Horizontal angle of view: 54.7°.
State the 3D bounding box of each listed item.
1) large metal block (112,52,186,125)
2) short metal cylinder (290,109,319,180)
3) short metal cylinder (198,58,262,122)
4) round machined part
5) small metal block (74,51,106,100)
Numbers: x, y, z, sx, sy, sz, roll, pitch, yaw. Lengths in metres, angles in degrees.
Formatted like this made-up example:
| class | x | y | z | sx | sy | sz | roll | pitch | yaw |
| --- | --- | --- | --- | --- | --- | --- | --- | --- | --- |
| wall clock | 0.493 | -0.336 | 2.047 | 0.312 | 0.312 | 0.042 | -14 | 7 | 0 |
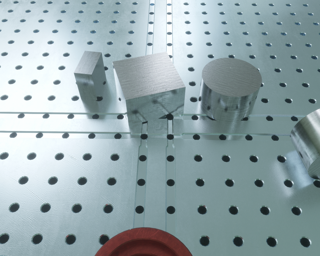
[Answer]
| class | x | y | z | sx | sy | sz | roll | pitch | yaw |
| --- | --- | --- | --- | --- | --- | --- | --- | --- | --- |
| large metal block | -0.017 | -0.058 | 0.440 | 0.081 | 0.050 | 0.080 | -14 | 51 | -11 |
| short metal cylinder | 0.201 | 0.018 | 0.358 | 0.081 | 0.080 | 0.050 | -6 | 51 | -5 |
| short metal cylinder | 0.097 | -0.054 | 0.438 | 0.081 | 0.050 | 0.080 | 0 | 50 | 0 |
| round machined part | -0.015 | 0.144 | 0.276 | 0.099 | 0.042 | 0.098 | 0 | 50 | 0 |
| small metal block | -0.101 | -0.077 | 0.455 | 0.025 | 0.050 | 0.050 | 7 | 50 | 5 |
